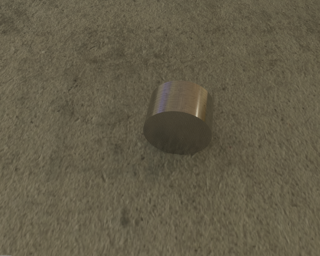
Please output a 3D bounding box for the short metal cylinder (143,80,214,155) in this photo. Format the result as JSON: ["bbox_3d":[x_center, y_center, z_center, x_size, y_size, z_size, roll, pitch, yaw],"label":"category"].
[{"bbox_3d":[0.024,-0.011,0.377,0.080,0.080,0.050,7,51,5],"label":"short metal cylinder"}]
